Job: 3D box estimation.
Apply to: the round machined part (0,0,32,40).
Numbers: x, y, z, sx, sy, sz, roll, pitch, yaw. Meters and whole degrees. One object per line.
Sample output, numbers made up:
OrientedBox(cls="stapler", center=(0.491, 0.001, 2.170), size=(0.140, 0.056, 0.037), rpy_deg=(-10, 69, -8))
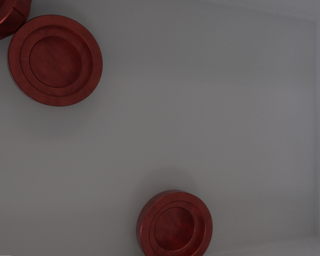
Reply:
OrientedBox(cls="round machined part", center=(-0.177, -0.133, 0.321), size=(0.098, 0.042, 0.097), rpy_deg=(-1, 82, 9))

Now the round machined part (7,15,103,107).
OrientedBox(cls="round machined part", center=(-0.119, -0.074, 0.351), size=(0.099, 0.042, 0.097), rpy_deg=(-3, 97, -29))

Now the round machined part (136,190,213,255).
OrientedBox(cls="round machined part", center=(0.016, 0.129, 0.407), size=(0.099, 0.042, 0.097), rpy_deg=(0, 88, -20))
